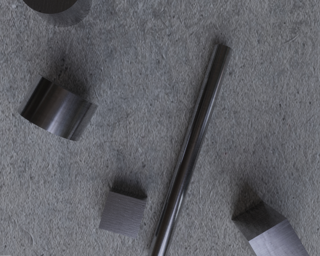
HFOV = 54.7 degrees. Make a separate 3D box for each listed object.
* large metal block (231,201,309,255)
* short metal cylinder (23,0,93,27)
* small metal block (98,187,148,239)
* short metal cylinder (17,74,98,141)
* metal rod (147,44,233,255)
[{"bbox_3d":[0.140,0.147,0.385,0.050,0.080,0.080,-31,90,0],"label":"large metal block"},{"bbox_3d":[-0.132,-0.177,0.396,0.081,0.050,0.079,0,90,-1],"label":"short metal cylinder"},{"bbox_3d":[-0.048,0.111,0.409,0.050,0.025,0.050,16,90,-1],"label":"small metal block"},{"bbox_3d":[-0.124,-0.025,0.381,0.080,0.080,0.050,29,90,-1],"label":"short metal cylinder"},{"bbox_3d":[0.039,0.036,0.410,0.025,0.025,0.298,18,90,-1],"label":"metal rod"}]
